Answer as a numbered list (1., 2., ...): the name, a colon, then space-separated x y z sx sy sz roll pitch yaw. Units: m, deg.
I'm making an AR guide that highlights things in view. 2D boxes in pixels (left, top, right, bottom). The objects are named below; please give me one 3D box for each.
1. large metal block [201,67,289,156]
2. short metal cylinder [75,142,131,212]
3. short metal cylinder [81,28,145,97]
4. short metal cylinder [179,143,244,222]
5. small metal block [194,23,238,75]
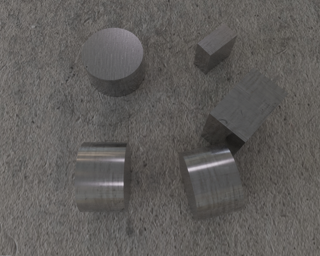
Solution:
1. large metal block: 0.101 -0.014 0.385 0.050 0.080 0.080 41 75 13
2. short metal cylinder: -0.062 0.056 0.358 0.050 0.080 0.080 0 70 0
3. short metal cylinder: -0.062 -0.089 0.427 0.081 0.050 0.080 0 70 0
4. short metal cylinder: 0.056 0.061 0.357 0.050 0.080 0.080 -12 71 -4
5. small metal block: 0.077 -0.110 0.436 0.050 0.050 0.025 -39 75 -13
